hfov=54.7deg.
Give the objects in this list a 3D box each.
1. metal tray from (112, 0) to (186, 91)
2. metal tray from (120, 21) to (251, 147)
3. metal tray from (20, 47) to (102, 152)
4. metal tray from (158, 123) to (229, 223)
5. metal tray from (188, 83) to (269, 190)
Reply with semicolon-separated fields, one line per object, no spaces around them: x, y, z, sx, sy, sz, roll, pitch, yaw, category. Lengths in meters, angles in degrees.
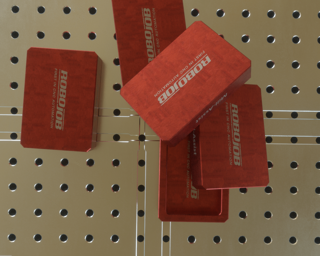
-0.010;-0.116;0.411;0.091;0.030;0.129;-7;90;-1;metal tray
0.030;-0.053;0.364;0.130;0.030;0.090;-42;68;-1;metal tray
-0.129;-0.037;0.409;0.091;0.030;0.129;4;90;-1;metal tray
0.044;0.056;0.411;0.091;0.030;0.129;1;90;-1;metal tray
0.085;0.010;0.389;0.091;0.030;0.129;1;80;-17;metal tray
